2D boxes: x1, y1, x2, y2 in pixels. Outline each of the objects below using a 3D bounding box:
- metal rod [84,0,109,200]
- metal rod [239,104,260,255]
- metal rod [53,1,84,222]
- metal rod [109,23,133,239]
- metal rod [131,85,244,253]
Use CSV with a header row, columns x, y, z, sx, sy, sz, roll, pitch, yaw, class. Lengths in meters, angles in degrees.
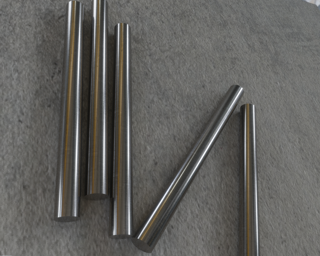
x,y,z,sx,sy,sz,roll,pitch,yaw,class
-0.079,-0.058,0.397,0.025,0.025,0.299,9,58,-24,metal rod
0.119,0.089,0.415,0.025,0.025,0.300,22,53,-15,metal rod
-0.106,-0.042,0.372,0.025,0.025,0.299,8,58,-25,metal rod
-0.048,-0.019,0.390,0.025,0.025,0.299,11,57,-23,metal rod
0.054,0.030,0.415,0.025,0.025,0.301,40,51,-2,metal rod
